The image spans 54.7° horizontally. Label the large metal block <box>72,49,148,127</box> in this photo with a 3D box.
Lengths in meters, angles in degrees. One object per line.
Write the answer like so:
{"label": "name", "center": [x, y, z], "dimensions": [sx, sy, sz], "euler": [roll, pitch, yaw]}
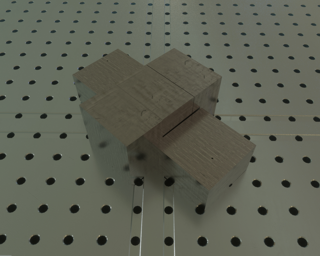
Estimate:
{"label": "large metal block", "center": [-0.061, -0.056, 0.435], "dimensions": [0.080, 0.050, 0.080], "euler": [37, 60, 26]}

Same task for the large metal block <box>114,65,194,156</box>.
{"label": "large metal block", "center": [-0.008, -0.019, 0.388], "dimensions": [0.050, 0.080, 0.080], "euler": [-37, 60, -27]}

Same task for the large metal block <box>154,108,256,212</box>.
{"label": "large metal block", "center": [0.050, 0.034, 0.363], "dimensions": [0.080, 0.050, 0.080], "euler": [-37, 60, -26]}

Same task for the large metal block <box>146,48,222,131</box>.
{"label": "large metal block", "center": [0.029, -0.045, 0.411], "dimensions": [0.050, 0.080, 0.080], "euler": [-37, 60, -27]}

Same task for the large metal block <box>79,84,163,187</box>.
{"label": "large metal block", "center": [-0.043, 0.009, 0.365], "dimensions": [0.050, 0.080, 0.080], "euler": [-37, 60, -27]}
